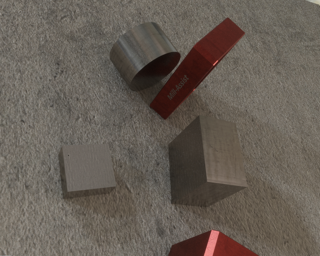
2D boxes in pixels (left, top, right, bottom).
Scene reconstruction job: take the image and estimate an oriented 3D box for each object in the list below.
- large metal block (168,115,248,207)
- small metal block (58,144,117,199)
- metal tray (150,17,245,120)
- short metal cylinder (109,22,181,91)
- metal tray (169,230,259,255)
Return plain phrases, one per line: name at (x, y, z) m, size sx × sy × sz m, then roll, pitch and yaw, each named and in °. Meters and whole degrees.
large metal block at (0.052, 0.043, 0.370) m, size 0.050 × 0.080 × 0.080 m, roll 11°, pitch 57°, yaw -22°
small metal block at (-0.079, 0.046, 0.333) m, size 0.050 × 0.025 × 0.050 m, roll -1°, pitch 62°, yaw -29°
metal tray at (0.046, -0.074, 0.406) m, size 0.030 × 0.129 × 0.090 m, roll 43°, pitch 51°, yaw 1°
short metal cylinder at (-0.020, -0.094, 0.415) m, size 0.081 × 0.080 × 0.050 m, roll -26°, pitch 76°, yaw -37°
metal tray at (0.079, 0.155, 0.309) m, size 0.130 × 0.090 × 0.030 m, roll 33°, pitch 52°, yaw -7°
